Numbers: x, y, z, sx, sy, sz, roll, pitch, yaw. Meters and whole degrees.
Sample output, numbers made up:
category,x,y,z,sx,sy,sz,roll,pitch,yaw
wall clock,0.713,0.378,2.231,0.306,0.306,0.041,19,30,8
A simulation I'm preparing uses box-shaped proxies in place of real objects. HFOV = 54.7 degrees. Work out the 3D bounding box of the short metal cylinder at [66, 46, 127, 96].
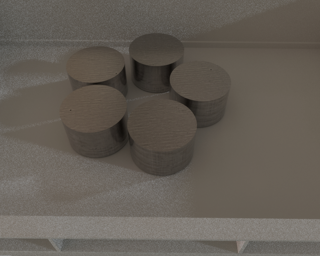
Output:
category,x,y,z,sx,sy,sz,roll,pitch,yaw
short metal cylinder,-0.089,-0.074,0.447,0.080,0.050,0.080,0,50,0

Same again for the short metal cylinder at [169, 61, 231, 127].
category,x,y,z,sx,sy,sz,roll,pitch,yaw
short metal cylinder,0.053,-0.048,0.426,0.080,0.050,0.080,0,50,0

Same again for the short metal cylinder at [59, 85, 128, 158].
category,x,y,z,sx,sy,sz,roll,pitch,yaw
short metal cylinder,-0.080,-0.009,0.393,0.080,0.050,0.080,0,50,0

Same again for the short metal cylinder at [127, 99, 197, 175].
category,x,y,z,sx,sy,sz,roll,pitch,yaw
short metal cylinder,0.003,0.010,0.377,0.080,0.050,0.080,0,50,0

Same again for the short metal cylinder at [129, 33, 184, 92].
category,x,y,z,sx,sy,sz,roll,pitch,yaw
short metal cylinder,-0.005,-0.100,0.470,0.080,0.050,0.080,0,50,0
